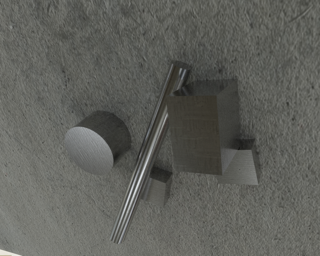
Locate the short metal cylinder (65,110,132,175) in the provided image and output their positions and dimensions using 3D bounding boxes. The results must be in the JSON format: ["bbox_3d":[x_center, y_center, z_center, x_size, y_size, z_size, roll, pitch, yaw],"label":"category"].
[{"bbox_3d":[-0.089,0.021,0.449,0.080,0.050,0.079,13,124,20],"label":"short metal cylinder"}]

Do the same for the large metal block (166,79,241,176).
[{"bbox_3d":[0.051,-0.005,0.333,0.050,0.080,0.079,2,110,27],"label":"large metal block"}]

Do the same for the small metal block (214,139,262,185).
[{"bbox_3d":[0.094,0.042,0.383,0.050,0.025,0.050,-4,117,29],"label":"small metal block"}]

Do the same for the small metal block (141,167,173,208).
[{"bbox_3d":[-0.011,0.085,0.464,0.050,0.025,0.050,17,125,18],"label":"small metal block"}]

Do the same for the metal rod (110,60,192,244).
[{"bbox_3d":[-0.022,0.051,0.421,0.025,0.025,0.298,27,119,11],"label":"metal rod"}]
